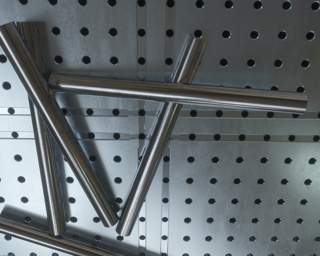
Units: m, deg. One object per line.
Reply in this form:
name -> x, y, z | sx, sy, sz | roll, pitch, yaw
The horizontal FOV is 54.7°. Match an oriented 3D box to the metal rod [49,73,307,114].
metal rod -> 0.014, -0.043, 0.371 | 0.302, 0.025, 0.025 | 6, 110, 8

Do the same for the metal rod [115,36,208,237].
metal rod -> -0.004, 0.024, 0.422 | 0.025, 0.025, 0.298 | 19, 109, -7

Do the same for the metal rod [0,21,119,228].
metal rod -> -0.122, 0.014, 0.399 | 0.025, 0.025, 0.299 | -18, 116, 6

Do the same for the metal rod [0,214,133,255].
metal rod -> -0.106, 0.194, 0.483 | 0.302, 0.025, 0.025 | 21, 109, -8

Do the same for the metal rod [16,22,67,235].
metal rod -> -0.155, 0.014, 0.416 | 0.025, 0.025, 0.298 | -1, 110, 0
